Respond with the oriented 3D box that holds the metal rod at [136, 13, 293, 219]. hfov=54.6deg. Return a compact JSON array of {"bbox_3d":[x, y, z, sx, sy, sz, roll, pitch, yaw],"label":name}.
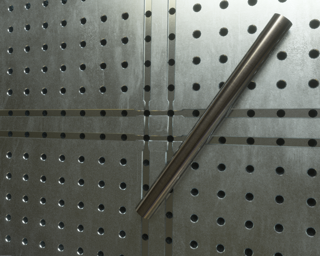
[{"bbox_3d":[0.061,-0.006,0.391,0.025,0.025,0.299,38,102,16],"label":"metal rod"}]
